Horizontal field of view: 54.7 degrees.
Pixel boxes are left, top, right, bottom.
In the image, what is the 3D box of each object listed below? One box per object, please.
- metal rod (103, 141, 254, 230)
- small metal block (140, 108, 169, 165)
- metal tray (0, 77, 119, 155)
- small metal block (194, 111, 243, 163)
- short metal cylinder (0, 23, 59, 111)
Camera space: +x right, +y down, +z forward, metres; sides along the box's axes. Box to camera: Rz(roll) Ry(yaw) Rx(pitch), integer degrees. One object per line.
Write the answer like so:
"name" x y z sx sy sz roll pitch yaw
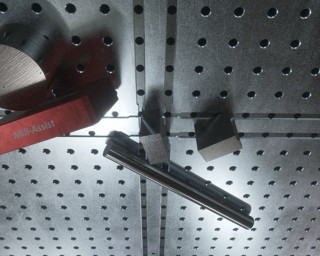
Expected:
"metal rod" 0.043 0.100 0.497 0.301 0.025 0.025 31 123 -25
"small metal block" -0.006 0.011 0.405 0.025 0.050 0.050 -11 130 8
"metal tray" -0.121 -0.015 0.351 0.130 0.090 0.030 -17 108 13
"small metal block" 0.075 0.011 0.406 0.050 0.050 0.025 -25 126 19
"short metal cylinder" -0.158 -0.065 0.337 0.081 0.050 0.079 0 130 0
